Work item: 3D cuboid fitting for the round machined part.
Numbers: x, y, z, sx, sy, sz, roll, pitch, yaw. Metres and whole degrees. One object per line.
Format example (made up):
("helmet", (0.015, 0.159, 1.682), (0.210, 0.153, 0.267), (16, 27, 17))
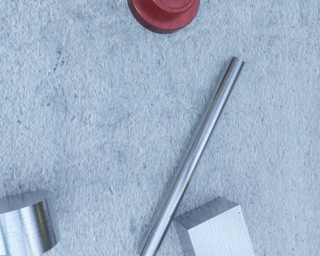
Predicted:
("round machined part", (0.009, -0.177, 0.404), (0.099, 0.042, 0.097), (0, 90, -21))

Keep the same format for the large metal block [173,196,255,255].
("large metal block", (0.074, 0.151, 0.425), (0.081, 0.050, 0.080), (-20, 97, -19))

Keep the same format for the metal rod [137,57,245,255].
("metal rod", (0.047, 0.035, 0.427), (0.025, 0.025, 0.299), (29, 80, -18))

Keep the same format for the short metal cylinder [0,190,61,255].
("short metal cylinder", (-0.150, 0.102, 0.325), (0.081, 0.080, 0.050), (-11, 94, -20))
